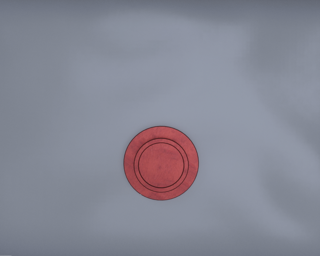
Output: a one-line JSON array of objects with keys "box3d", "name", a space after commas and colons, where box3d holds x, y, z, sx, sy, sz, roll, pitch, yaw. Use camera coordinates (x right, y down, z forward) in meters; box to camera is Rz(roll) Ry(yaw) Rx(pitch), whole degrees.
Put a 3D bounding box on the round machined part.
[{"box3d": [0.002, 0.046, 0.403, 0.099, 0.042, 0.097, 0, 90, 0], "name": "round machined part"}]
